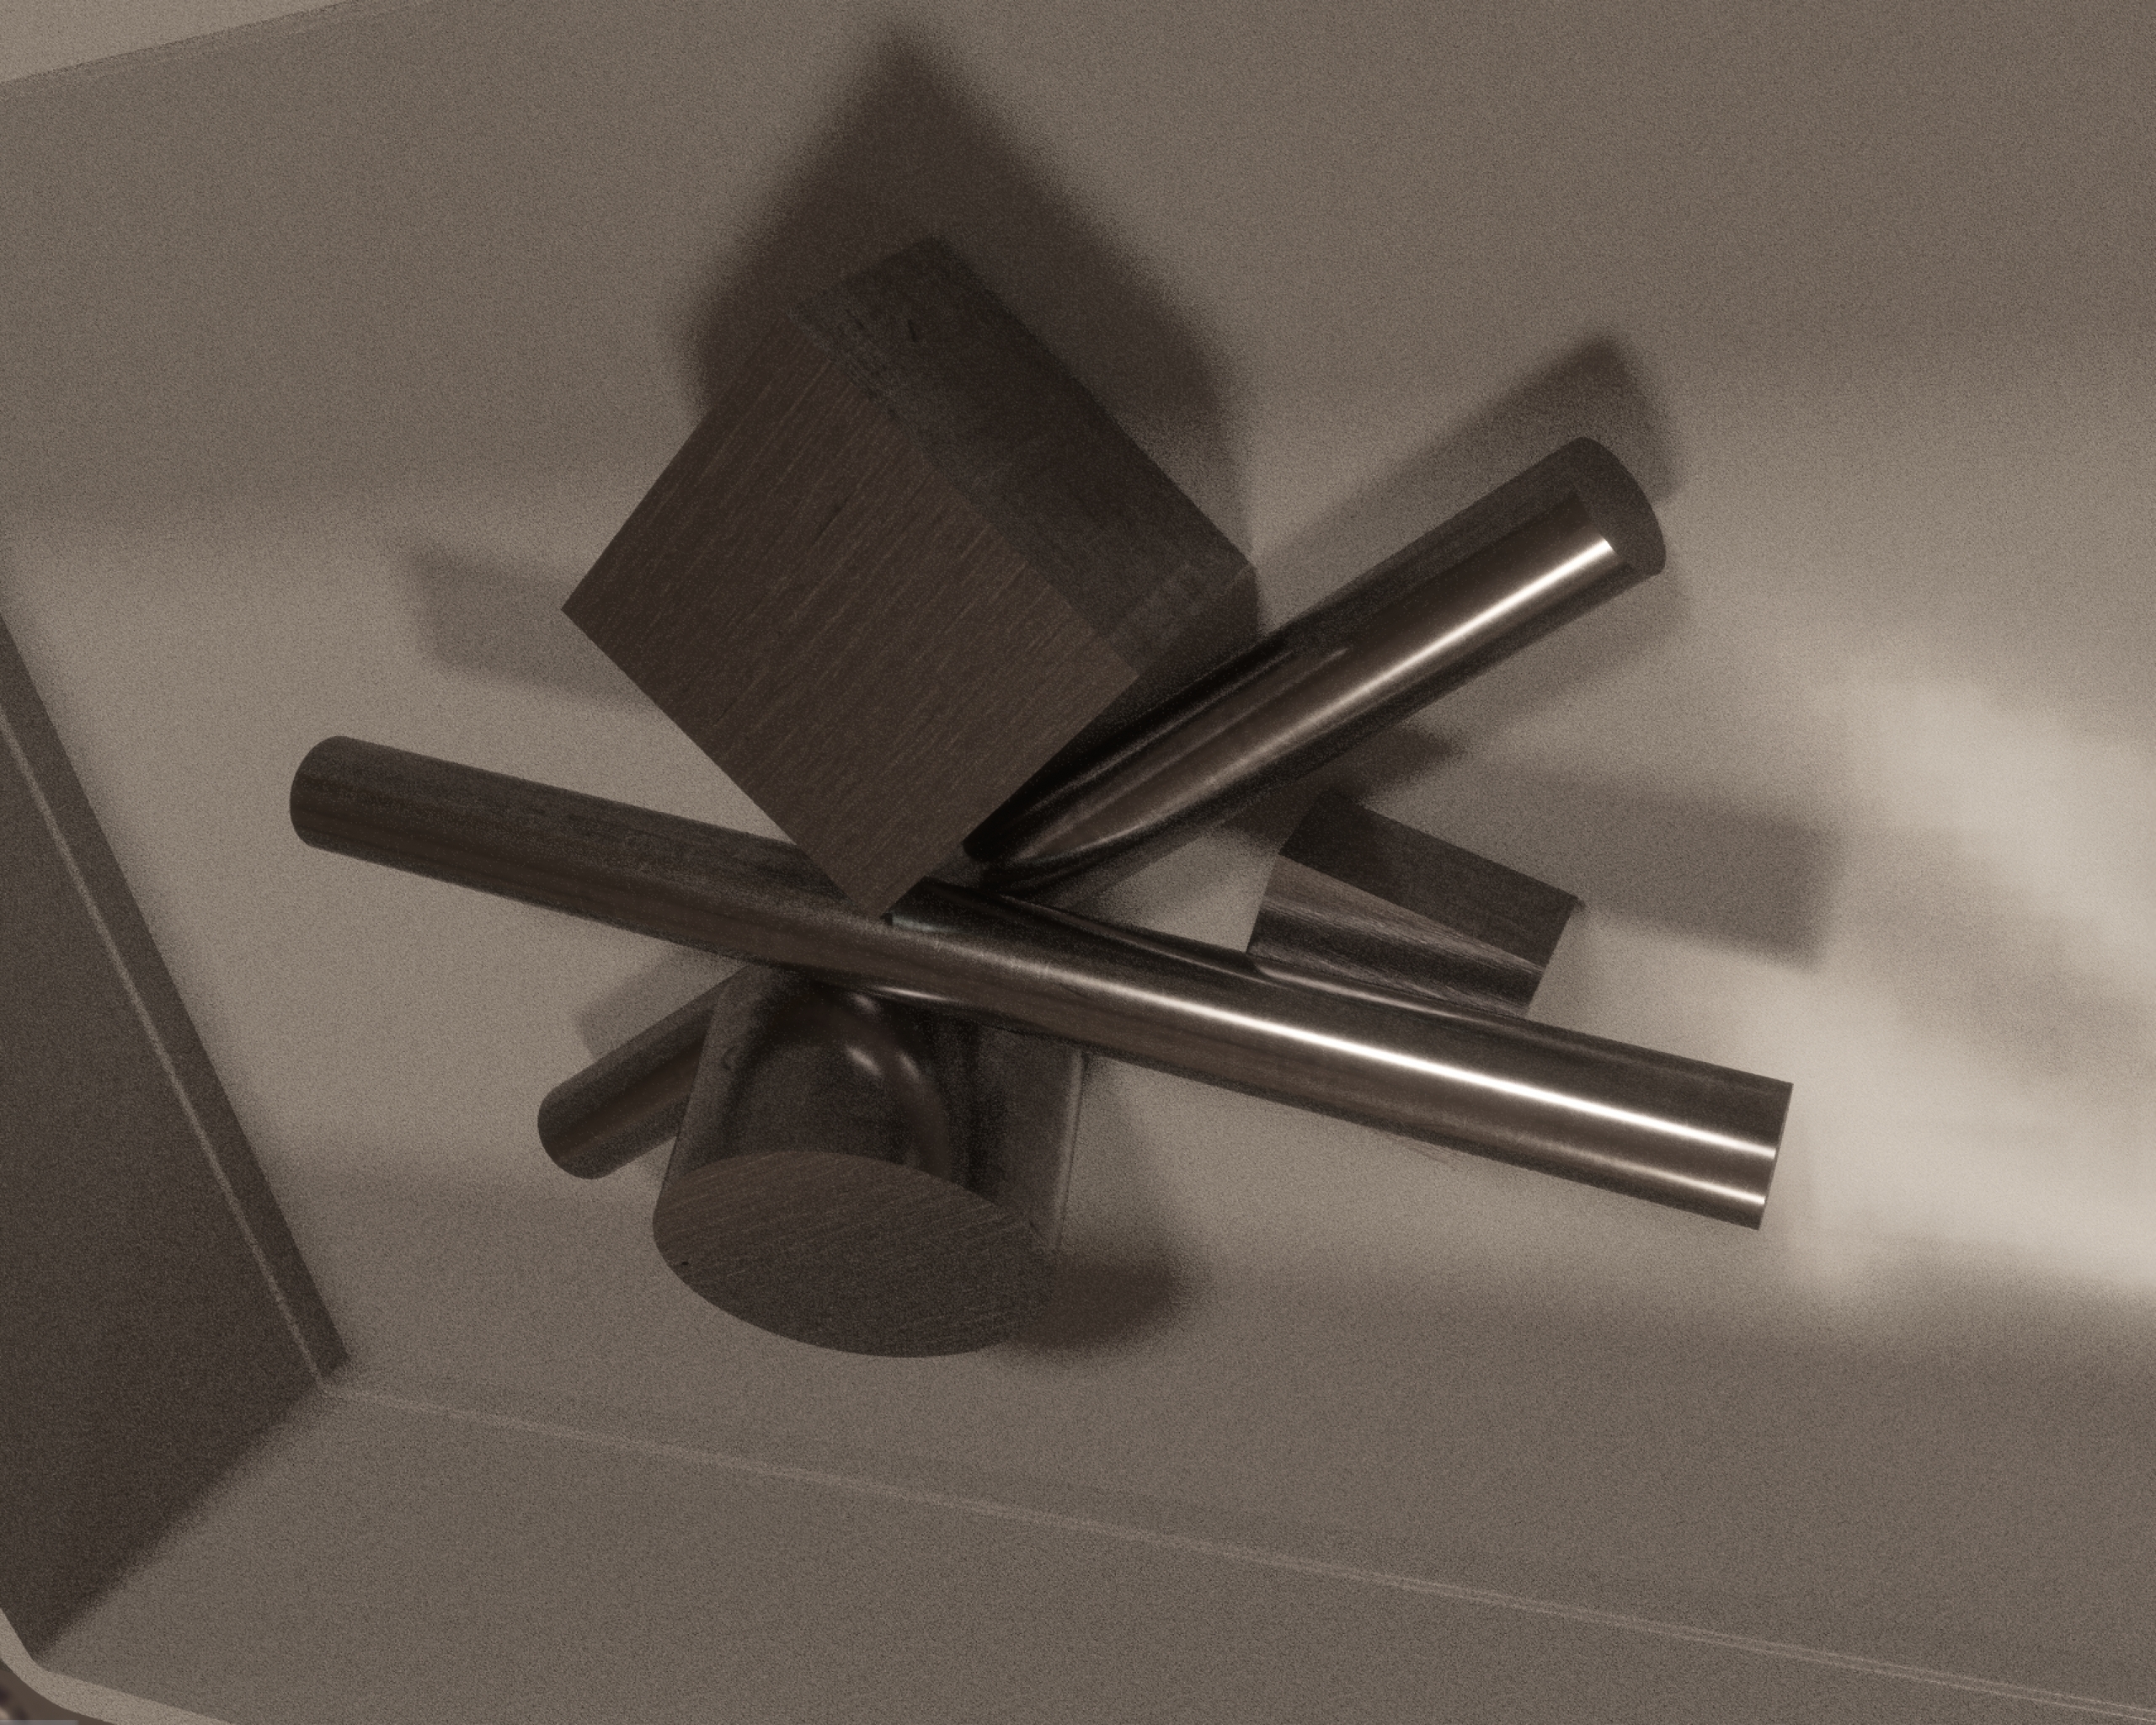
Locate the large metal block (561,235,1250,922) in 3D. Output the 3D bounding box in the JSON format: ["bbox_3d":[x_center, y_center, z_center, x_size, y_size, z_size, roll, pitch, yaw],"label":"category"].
[{"bbox_3d":[-0.031,-0.050,0.374,0.080,0.050,0.080,46,129,-4],"label":"large metal block"}]

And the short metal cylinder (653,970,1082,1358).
[{"bbox_3d":[-0.042,0.060,0.430,0.080,0.050,0.080,5,140,5],"label":"short metal cylinder"}]

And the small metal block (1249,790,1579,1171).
[{"bbox_3d":[0.058,0.022,0.387,0.050,0.025,0.050,24,127,13],"label":"small metal block"}]

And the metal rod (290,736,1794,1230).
[{"bbox_3d":[-0.023,0.017,0.395,0.301,0.025,0.025,13,124,20],"label":"metal rod"}]

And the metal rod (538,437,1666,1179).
[{"bbox_3d":[-0.018,0.005,0.417,0.299,0.025,0.025,-31,102,37],"label":"metal rod"}]
